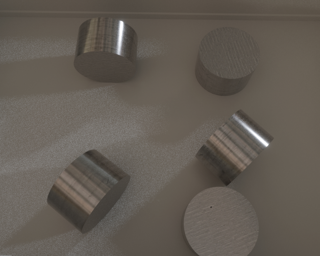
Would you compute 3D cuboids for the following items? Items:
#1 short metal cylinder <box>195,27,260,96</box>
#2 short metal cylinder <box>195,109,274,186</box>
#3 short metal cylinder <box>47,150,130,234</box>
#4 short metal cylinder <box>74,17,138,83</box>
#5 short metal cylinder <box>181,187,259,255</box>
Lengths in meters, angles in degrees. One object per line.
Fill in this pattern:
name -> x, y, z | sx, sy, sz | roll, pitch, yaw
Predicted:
short metal cylinder -> 0.091, -0.091, 0.430 | 0.081, 0.050, 0.080 | 0, 70, 0
short metal cylinder -> 0.089, 0.024, 0.372 | 0.080, 0.080, 0.050 | -42, 75, -14
short metal cylinder -> -0.079, 0.071, 0.354 | 0.050, 0.080, 0.080 | 36, 74, 12
short metal cylinder -> -0.072, -0.102, 0.417 | 0.080, 0.080, 0.050 | 2, 70, 0
short metal cylinder -> 0.066, 0.112, 0.356 | 0.081, 0.050, 0.080 | 0, 70, 0
